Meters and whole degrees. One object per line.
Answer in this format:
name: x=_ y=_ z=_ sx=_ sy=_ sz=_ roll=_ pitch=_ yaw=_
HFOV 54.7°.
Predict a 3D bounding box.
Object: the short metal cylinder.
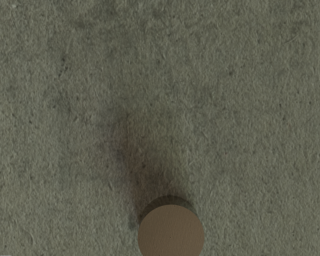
short metal cylinder: x=0.013 y=0.132 z=0.398 sx=0.081 sy=0.050 sz=0.079 roll=0 pitch=90 yaw=-1
